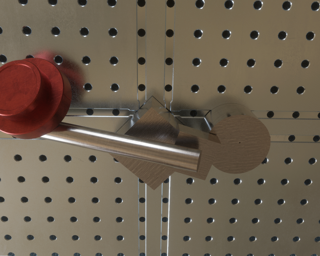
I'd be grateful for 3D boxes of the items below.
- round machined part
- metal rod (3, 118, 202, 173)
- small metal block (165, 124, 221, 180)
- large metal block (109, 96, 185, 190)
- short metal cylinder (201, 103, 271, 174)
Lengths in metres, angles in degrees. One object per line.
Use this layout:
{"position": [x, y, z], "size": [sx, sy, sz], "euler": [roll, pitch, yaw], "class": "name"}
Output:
{"position": [-0.158, -0.039, 0.359], "size": [0.098, 0.042, 0.098], "euler": [-3, 71, 10], "class": "round machined part"}
{"position": [-0.102, 0.008, 0.369], "size": [0.301, 0.025, 0.025], "euler": [11, 111, 13], "class": "metal rod"}
{"position": [0.038, 0.029, 0.369], "size": [0.050, 0.025, 0.050], "euler": [17, 109, -7], "class": "small metal block"}
{"position": [-0.009, 0.019, 0.405], "size": [0.080, 0.050, 0.080], "euler": [42, 104, -14], "class": "large metal block"}
{"position": [0.096, 0.013, 0.406], "size": [0.081, 0.050, 0.079], "euler": [0, 110, -1], "class": "short metal cylinder"}
